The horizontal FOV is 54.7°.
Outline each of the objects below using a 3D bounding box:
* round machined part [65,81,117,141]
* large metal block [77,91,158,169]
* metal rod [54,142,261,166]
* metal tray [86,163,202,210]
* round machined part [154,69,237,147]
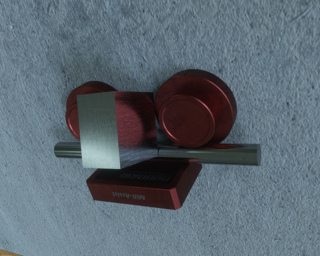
[{"bbox_3d":[-0.092,-0.013,0.433,0.098,0.042,0.097,13,124,20],"label":"round machined part"},{"bbox_3d":[-0.046,0.000,0.361,0.050,0.080,0.079,-2,94,28],"label":"large metal block"},{"bbox_3d":[-0.023,0.032,0.412,0.300,0.025,0.025,-1,118,28],"label":"metal rod"},{"bbox_3d":[-0.020,0.062,0.413,0.130,0.090,0.030,-1,118,28],"label":"metal tray"},{"bbox_3d":[0.037,-0.016,0.366,0.098,0.042,0.097,13,124,20],"label":"round machined part"}]
